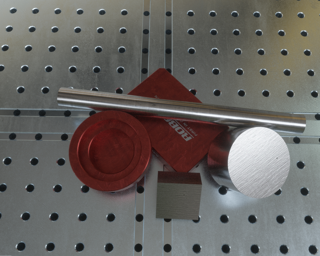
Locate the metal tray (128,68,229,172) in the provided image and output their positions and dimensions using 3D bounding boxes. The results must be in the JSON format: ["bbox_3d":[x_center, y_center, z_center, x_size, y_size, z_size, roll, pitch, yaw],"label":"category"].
[{"bbox_3d":[0.015,-0.008,0.413,0.090,0.030,0.130,-42,76,-14],"label":"metal tray"}]

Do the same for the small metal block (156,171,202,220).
[{"bbox_3d":[0.021,0.080,0.368,0.050,0.025,0.050,3,113,0],"label":"small metal block"}]

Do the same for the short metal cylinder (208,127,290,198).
[{"bbox_3d":[0.104,0.039,0.369,0.081,0.050,0.079,0,89,-17],"label":"short metal cylinder"}]

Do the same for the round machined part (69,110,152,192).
[{"bbox_3d":[-0.058,0.030,0.386,0.099,0.042,0.098,-1,76,4],"label":"round machined part"}]

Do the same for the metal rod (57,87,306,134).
[{"bbox_3d":[0.025,-0.022,0.386,0.302,0.025,0.025,7,70,2],"label":"metal rod"}]
